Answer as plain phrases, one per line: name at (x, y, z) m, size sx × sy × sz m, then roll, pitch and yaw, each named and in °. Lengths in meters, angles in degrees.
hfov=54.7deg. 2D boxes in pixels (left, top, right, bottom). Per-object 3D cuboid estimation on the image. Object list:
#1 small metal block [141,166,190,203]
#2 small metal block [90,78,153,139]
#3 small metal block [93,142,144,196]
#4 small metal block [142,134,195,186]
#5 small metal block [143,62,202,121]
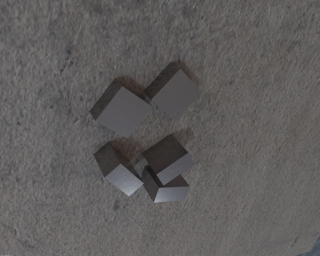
small metal block at (0.006, 0.079, 0.445) m, size 0.050 × 0.050 × 0.025 m, roll 4°, pitch 117°, yaw -31°
small metal block at (-0.046, -0.022, 0.369) m, size 0.050 × 0.025 × 0.050 m, roll 32°, pitch 100°, yaw -39°
small metal block at (-0.053, 0.052, 0.395) m, size 0.025 × 0.050 × 0.050 m, roll -41°, pitch 130°, yaw 0°
small metal block at (0.010, 0.042, 0.424) m, size 0.050 × 0.050 × 0.025 m, roll -34°, pitch 129°, yaw -6°
small metal block at (0.017, -0.045, 0.390) m, size 0.050 × 0.025 × 0.050 m, roll -47°, pitch 130°, yaw 4°
